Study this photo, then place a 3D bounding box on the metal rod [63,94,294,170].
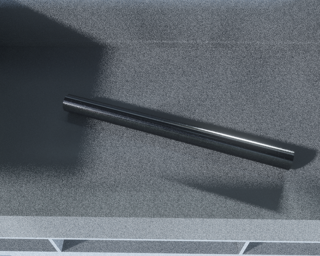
[{"bbox_3d":[0.014,0.002,0.402,0.301,0.025,0.025,15,52,12],"label":"metal rod"}]
